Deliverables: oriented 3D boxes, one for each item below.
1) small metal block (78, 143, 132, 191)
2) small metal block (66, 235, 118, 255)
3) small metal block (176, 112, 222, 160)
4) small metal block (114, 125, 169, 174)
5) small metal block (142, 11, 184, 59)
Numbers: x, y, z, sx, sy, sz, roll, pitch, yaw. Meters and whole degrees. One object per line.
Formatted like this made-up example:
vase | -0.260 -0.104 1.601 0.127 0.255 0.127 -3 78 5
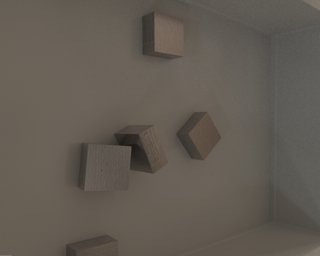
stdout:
small metal block | -0.062 0.044 0.349 0.050 0.025 0.050 6 87 -30
small metal block | -0.075 0.152 0.344 0.050 0.025 0.050 1 90 -40
small metal block | 0.058 0.011 0.455 0.050 0.025 0.050 -47 118 -30
small metal block | -0.023 0.024 0.371 0.025 0.050 0.050 -31 110 -36
small metal block | 0.004 -0.121 0.410 0.050 0.025 0.050 -1 91 -40
